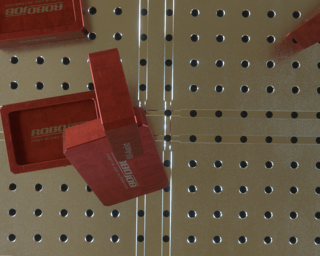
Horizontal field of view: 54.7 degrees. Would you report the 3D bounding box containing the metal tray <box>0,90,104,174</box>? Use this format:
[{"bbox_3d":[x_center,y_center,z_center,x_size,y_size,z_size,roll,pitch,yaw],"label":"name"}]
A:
[{"bbox_3d":[-0.133,0.005,0.409,0.131,0.030,0.089,-9,90,-1],"label":"metal tray"}]

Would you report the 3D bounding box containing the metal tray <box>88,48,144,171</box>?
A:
[{"bbox_3d":[-0.045,-0.013,0.346,0.030,0.130,0.090,-14,64,-5],"label":"metal tray"}]

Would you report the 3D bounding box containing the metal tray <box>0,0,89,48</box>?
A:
[{"bbox_3d":[-0.167,-0.160,0.408,0.131,0.030,0.089,-8,90,-1],"label":"metal tray"}]

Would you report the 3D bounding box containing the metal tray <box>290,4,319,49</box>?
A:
[{"bbox_3d":[0.234,-0.163,0.383,0.130,0.090,0.030,-44,90,0],"label":"metal tray"}]

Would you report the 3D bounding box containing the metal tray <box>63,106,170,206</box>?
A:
[{"bbox_3d":[-0.046,0.039,0.367,0.090,0.129,0.030,-18,48,0],"label":"metal tray"}]
